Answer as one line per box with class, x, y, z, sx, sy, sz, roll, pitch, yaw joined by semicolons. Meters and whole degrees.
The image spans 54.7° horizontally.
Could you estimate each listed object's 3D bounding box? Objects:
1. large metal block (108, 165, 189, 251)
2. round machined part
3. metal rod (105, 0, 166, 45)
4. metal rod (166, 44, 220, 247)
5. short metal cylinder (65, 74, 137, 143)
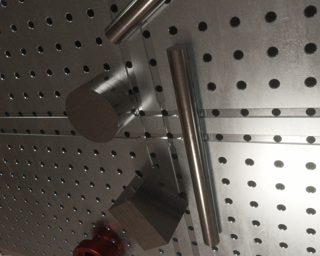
large metal block;-0.014;0.116;0.453;0.050;0.080;0.080;-33;100;38
round machined part;-0.122;0.259;0.622;0.098;0.042;0.097;13;124;20
metal rod;0.046;-0.172;0.279;0.299;0.025;0.025;-32;101;37
metal rod;0.049;0.041;0.409;0.025;0.025;0.298;1;119;27
short metal cylinder;-0.078;-0.026;0.418;0.080;0.050;0.079;13;124;20
